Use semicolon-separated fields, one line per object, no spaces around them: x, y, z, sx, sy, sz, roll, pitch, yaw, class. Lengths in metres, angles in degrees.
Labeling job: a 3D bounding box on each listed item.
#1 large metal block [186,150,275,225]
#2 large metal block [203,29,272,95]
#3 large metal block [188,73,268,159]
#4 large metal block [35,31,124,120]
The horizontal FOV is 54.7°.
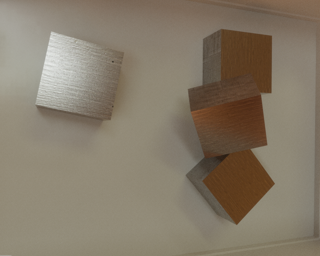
0.098;0.072;0.433;0.080;0.050;0.080;-41;103;-15;large metal block
0.108;-0.088;0.437;0.081;0.050;0.080;0;90;-20;large metal block
0.086;-0.014;0.395;0.080;0.050;0.080;-14;128;10;large metal block
-0.094;-0.056;0.362;0.081;0.050;0.080;12;86;-20;large metal block
